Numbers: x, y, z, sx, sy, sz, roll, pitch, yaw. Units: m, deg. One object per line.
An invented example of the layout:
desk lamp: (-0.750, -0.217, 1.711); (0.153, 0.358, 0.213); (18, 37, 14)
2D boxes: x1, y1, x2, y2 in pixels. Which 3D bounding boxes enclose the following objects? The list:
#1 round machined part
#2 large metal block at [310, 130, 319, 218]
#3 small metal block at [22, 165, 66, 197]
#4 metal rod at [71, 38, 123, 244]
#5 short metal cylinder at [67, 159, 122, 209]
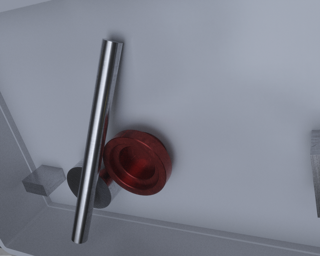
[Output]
round machined part: (-0.028, 0.044, 0.438); (0.098, 0.042, 0.097); (13, 124, 20)
large metal block: (0.202, 0.047, 0.315); (0.080, 0.050, 0.080); (-4, 117, 30)
small metal block: (-0.208, 0.093, 0.557); (0.050, 0.050, 0.025); (5, 121, 25)
metal rod: (-0.090, 0.031, 0.423); (0.025, 0.025, 0.298); (19, 110, 16)
short metal cylinder: (-0.099, 0.080, 0.492); (0.080, 0.050, 0.079); (13, 124, 20)
